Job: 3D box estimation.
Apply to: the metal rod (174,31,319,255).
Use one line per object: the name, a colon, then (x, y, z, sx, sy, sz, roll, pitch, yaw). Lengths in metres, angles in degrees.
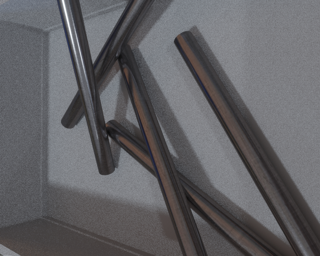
metal rod: (0.091, 0.015, 0.331, 0.025, 0.025, 0.299, -40, 66, 33)

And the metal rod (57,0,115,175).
metal rod: (-0.097, -0.065, 0.406, 0.025, 0.025, 0.298, 18, 127, 38)

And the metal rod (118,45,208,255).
metal rod: (-0.008, 0.013, 0.390, 0.025, 0.025, 0.299, -38, 60, 33)

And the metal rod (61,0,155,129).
metal rod: (-0.081, -0.091, 0.443, 0.298, 0.025, 0.025, -46, 62, 41)

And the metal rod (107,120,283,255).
metal rod: (0.026, 0.072, 0.385, 0.300, 0.025, 0.025, 36, 112, 34)
